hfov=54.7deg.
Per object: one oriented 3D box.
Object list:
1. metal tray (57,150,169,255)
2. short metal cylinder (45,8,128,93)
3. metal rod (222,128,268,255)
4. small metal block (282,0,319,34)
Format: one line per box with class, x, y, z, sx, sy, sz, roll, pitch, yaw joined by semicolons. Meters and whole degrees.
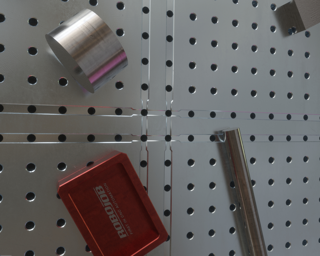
metal tray;-0.058;0.105;0.388;0.091;0.030;0.129;-29;100;-18
short metal cylinder;-0.082;-0.086;0.353;0.050;0.080;0.080;-42;104;-15
metal rod;0.138;0.146;0.463;0.025;0.025;0.298;-16;95;-19
small metal block;0.233;-0.187;0.498;0.050;0.025;0.050;-29;100;-18
